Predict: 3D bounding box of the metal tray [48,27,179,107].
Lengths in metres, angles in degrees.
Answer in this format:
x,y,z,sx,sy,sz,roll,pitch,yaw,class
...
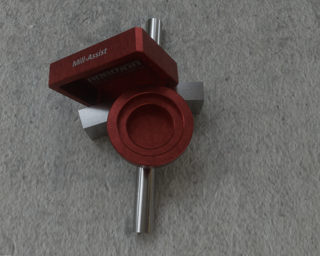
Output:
x,y,z,sx,sy,sz,roll,pitch,yaw,class
-0.055,-0.064,0.373,0.130,0.090,0.030,-15,67,26,metal tray

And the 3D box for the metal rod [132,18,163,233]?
x,y,z,sx,sy,sz,roll,pitch,yaw,class
-0.014,-0.017,0.415,0.025,0.025,0.299,2,70,0,metal rod

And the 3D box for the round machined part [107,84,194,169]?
x,y,z,sx,sy,sz,roll,pitch,yaw,class
-0.011,0.000,0.371,0.099,0.042,0.098,1,73,-2,round machined part

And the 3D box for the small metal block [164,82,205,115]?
x,y,z,sx,sy,sz,roll,pitch,yaw,class
0.030,-0.038,0.410,0.050,0.050,0.025,-1,70,-1,small metal block

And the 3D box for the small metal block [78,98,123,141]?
x,y,z,sx,sy,sz,roll,pitch,yaw,class
-0.072,-0.010,0.399,0.050,0.050,0.025,-18,71,-7,small metal block
